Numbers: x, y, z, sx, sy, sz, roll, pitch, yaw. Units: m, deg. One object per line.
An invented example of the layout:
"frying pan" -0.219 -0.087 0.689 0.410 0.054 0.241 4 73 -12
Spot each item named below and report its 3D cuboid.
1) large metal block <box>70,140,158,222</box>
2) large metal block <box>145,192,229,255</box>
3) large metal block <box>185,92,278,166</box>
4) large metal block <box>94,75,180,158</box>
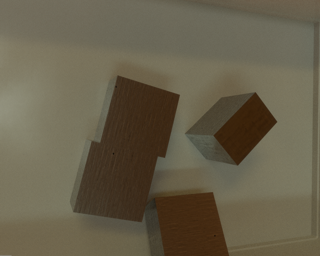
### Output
"large metal block" -0.057 0.063 0.377 0.081 0.050 0.080 15 85 -20
"large metal block" 0.031 0.131 0.393 0.081 0.050 0.080 -1 62 -21
"large metal block" 0.093 0.000 0.417 0.080 0.080 0.050 -44 104 -15
"large metal block" -0.030 -0.012 0.387 0.081 0.050 0.080 15 85 -20
